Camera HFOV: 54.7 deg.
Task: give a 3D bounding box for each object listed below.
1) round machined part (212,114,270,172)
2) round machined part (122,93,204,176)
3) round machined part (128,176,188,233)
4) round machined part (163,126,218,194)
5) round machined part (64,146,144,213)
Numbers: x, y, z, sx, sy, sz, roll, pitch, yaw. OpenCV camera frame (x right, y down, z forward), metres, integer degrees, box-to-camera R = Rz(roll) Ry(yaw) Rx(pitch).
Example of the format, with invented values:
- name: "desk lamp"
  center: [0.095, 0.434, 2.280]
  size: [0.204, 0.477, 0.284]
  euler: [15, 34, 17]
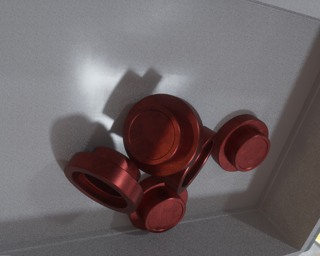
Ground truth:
- name: "round machined part"
  center: [0.134, 0.030, 0.493]
  size: [0.099, 0.042, 0.097]
  euler: [-14, 125, -21]
- name: "round machined part"
  center: [-0.002, 0.008, 0.363]
  size: [0.098, 0.098, 0.042]
  euler: [-57, 160, 12]
- name: "round machined part"
  center: [0.000, 0.121, 0.475]
  size: [0.099, 0.042, 0.097]
  euler: [-14, 125, -21]
- name: "round machined part"
  center: [0.035, 0.038, 0.423]
  size: [0.098, 0.042, 0.098]
  euler: [-48, 160, -24]
- name: "round machined part"
  center: [-0.063, 0.059, 0.377]
  size: [0.042, 0.098, 0.098]
  euler: [-60, 138, -32]
